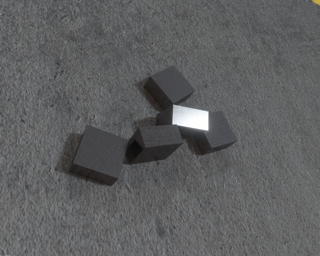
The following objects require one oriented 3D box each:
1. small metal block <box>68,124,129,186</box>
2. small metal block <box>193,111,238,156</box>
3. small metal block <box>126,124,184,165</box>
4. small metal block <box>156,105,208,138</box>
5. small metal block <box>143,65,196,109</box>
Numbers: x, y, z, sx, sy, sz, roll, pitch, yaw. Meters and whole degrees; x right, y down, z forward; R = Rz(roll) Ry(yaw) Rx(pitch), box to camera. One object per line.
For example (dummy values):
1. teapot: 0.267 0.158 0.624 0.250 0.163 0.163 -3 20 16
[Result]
1. small metal block: -0.068 0.031 0.348 0.050 0.025 0.050 22 54 -15
2. small metal block: 0.074 0.006 0.439 0.050 0.025 0.050 -12 68 -33
3. small metal block: -0.008 0.020 0.371 0.050 0.050 0.025 -5 65 -31
4. small metal block: 0.028 -0.007 0.404 0.050 0.050 0.025 9 74 -23
5. small metal block: 0.014 -0.057 0.446 0.050 0.025 0.050 -33 81 -38
